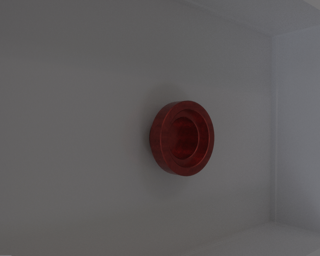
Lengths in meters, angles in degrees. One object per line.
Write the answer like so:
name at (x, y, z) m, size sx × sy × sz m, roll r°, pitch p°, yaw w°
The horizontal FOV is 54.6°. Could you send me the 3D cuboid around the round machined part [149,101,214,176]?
round machined part at (0.025, 0.013, 0.415) m, size 0.099 × 0.042 × 0.097 m, roll 0°, pitch 90°, yaw -40°
